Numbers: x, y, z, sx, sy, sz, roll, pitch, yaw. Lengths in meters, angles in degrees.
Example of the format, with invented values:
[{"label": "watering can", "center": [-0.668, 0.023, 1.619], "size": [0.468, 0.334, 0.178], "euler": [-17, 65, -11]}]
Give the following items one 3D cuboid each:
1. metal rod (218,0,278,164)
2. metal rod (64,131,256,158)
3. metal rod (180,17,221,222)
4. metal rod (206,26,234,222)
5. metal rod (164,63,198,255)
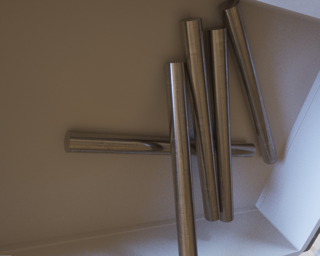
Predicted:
[{"label": "metal rod", "center": [0.139, -0.045, 0.459], "size": [0.025, 0.025, 0.299], "euler": [-35, 129, -6]}, {"label": "metal rod", "center": [0.021, 0.027, 0.438], "size": [0.302, 0.025, 0.025], "euler": [5, 116, -31]}, {"label": "metal rod", "center": [0.059, 0.007, 0.420], "size": [0.025, 0.025, 0.298], "euler": [-19, 118, -18]}, {"label": "metal rod", "center": [0.088, 0.012, 0.438], "size": [0.025, 0.025, 0.298], "euler": [-18, 117, -19]}, {"label": "metal rod", "center": [0.029, 0.069, 0.394], "size": [0.025, 0.025, 0.298], "euler": [-8, 99, -25]}]
